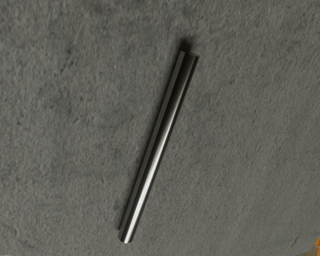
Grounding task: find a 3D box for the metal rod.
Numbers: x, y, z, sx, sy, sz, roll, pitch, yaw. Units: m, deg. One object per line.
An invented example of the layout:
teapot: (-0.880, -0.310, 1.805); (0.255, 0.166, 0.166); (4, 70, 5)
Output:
metal rod: (-0.009, 0.040, 0.428); (0.025, 0.025, 0.298); (5, 116, -31)
